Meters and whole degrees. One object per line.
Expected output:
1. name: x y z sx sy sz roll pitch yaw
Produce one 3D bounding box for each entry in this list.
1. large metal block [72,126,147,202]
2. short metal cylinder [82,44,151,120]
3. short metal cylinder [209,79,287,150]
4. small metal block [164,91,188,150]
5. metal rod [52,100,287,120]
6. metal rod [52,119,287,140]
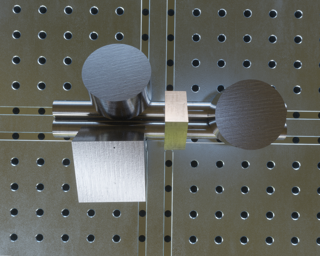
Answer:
1. large metal block: -0.058 0.043 0.383 0.081 0.050 0.079 -1 110 0
2. short metal cylinder: -0.051 -0.056 0.383 0.081 0.050 0.080 0 66 -1
3. short metal cylinder: 0.102 -0.015 0.373 0.081 0.050 0.079 0 90 0
4. small metal block: 0.018 -0.009 0.369 0.025 0.050 0.050 1 48 0
5. metal rod: 0.013 -0.023 0.410 0.302 0.025 0.025 1 90 0
6. metal rod: 0.013 0.002 0.410 0.302 0.025 0.025 1 90 0
